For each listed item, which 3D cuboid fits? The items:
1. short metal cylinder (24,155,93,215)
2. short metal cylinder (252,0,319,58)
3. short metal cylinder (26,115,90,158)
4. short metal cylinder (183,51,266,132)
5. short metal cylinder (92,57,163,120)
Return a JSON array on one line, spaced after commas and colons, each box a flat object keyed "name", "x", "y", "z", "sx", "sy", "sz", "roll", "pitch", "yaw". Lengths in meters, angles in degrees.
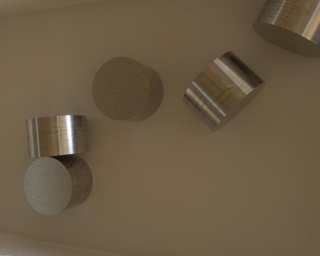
[{"name": "short metal cylinder", "x": -0.146, "y": 0.079, "z": 0.447, "sx": 0.080, "sy": 0.050, "sz": 0.079, "roll": 0, "pitch": 90, "yaw": 19}, {"name": "short metal cylinder", "x": 0.148, "y": -0.116, "z": 0.329, "sx": 0.080, "sy": 0.080, "sz": 0.050, "roll": 30, "pitch": 100, "yaw": 17}, {"name": "short metal cylinder", "x": -0.141, "y": 0.012, "z": 0.429, "sx": 0.080, "sy": 0.080, "sz": 0.050, "roll": -6, "pitch": 88, "yaw": 19}, {"name": "short metal cylinder", "x": 0.073, "y": -0.040, "z": 0.355, "sx": 0.080, "sy": 0.080, "sz": 0.050, "roll": -46, "pitch": 76, "yaw": 14}, {"name": "short metal cylinder", "x": -0.042, "y": -0.050, "z": 0.411, "sx": 0.080, "sy": 0.050, "sz": 0.079, "roll": 0, "pitch": 90, "yaw": 19}]
